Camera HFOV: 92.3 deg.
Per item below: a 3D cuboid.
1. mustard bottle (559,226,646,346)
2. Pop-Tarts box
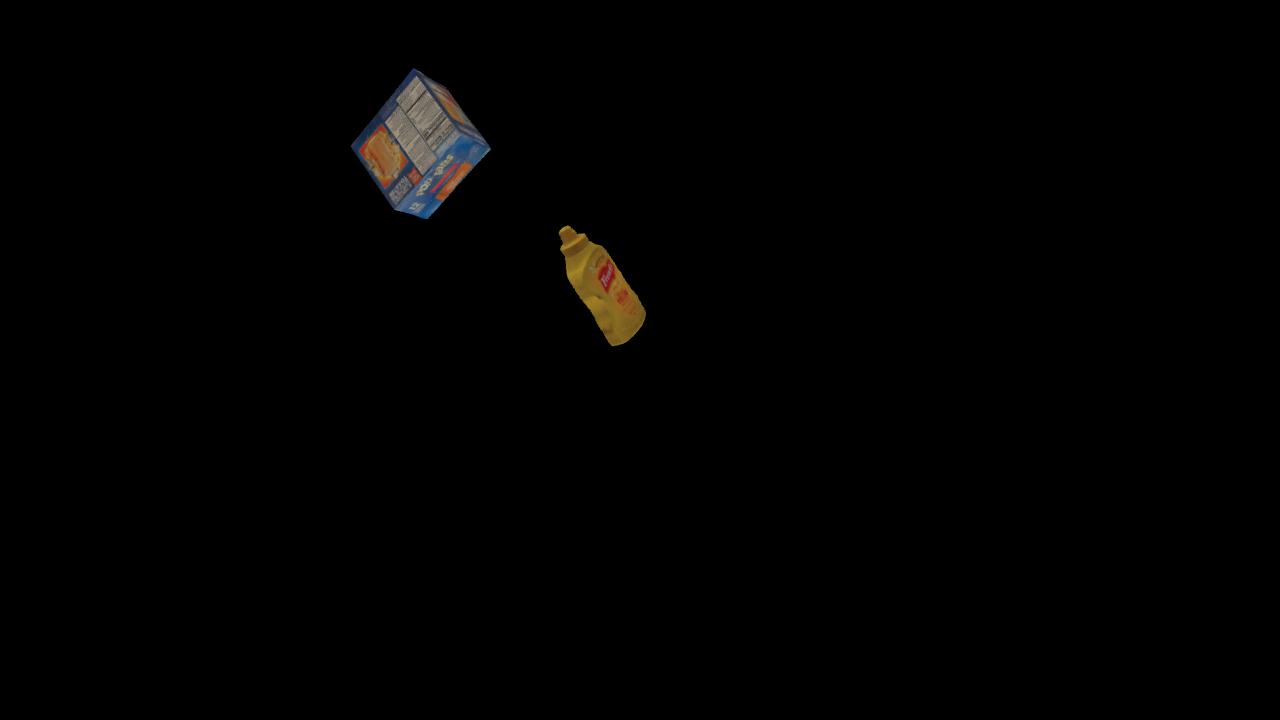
[{"bbox_3d":[-0.062,-0.116,0.901,0.054,0.184,0.092,-11,32,41],"label":"mustard bottle"},{"bbox_3d":[-0.347,-0.337,0.975,0.167,0.141,0.083,-40,-12,19],"label":"Pop-Tarts box"}]
